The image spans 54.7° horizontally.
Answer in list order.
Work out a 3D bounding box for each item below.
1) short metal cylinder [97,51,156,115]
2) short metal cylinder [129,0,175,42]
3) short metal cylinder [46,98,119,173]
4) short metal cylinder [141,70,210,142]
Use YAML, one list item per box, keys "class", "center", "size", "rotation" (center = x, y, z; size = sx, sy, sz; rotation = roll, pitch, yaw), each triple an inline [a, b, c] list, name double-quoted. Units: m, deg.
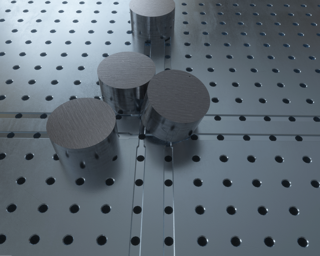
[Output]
- class: "short metal cylinder"
  center: [-0.046, -0.065, 0.446]
  size: [0.081, 0.050, 0.080]
  rotation: [0, 50, 0]
- class: "short metal cylinder"
  center: [-0.014, -0.200, 0.559]
  size: [0.081, 0.050, 0.080]
  rotation: [0, 50, 0]
- class: "short metal cylinder"
  center: [-0.093, 0.008, 0.383]
  size: [0.081, 0.050, 0.080]
  rotation: [0, 50, 0]
- class: "short metal cylinder"
  center: [0.018, -0.029, 0.403]
  size: [0.081, 0.050, 0.080]
  rotation: [7, 60, -11]
